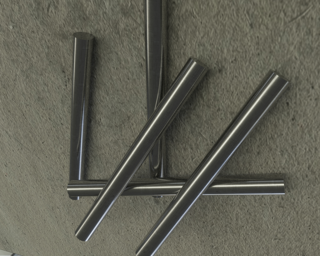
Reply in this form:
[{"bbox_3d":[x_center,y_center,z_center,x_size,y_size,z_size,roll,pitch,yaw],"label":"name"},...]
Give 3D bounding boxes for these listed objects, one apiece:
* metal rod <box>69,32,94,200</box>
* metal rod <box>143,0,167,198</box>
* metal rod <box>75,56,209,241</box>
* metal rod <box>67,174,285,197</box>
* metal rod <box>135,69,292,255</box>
[{"bbox_3d":[-0.124,0.003,0.471,0.025,0.025,0.298,24,127,13],"label":"metal rod"},{"bbox_3d":[-0.004,-0.031,0.388,0.025,0.025,0.298,13,124,21],"label":"metal rod"},{"bbox_3d":[-0.035,0.042,0.397,0.025,0.025,0.298,36,112,4],"label":"metal rod"},{"bbox_3d":[0.007,0.080,0.421,0.301,0.025,0.025,-5,116,20],"label":"metal rod"},{"bbox_3d":[0.049,0.062,0.373,0.025,0.025,0.298,34,115,5],"label":"metal rod"}]
